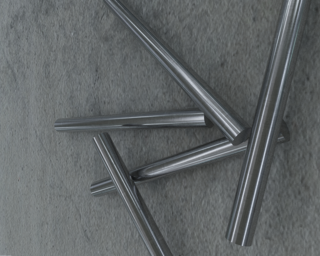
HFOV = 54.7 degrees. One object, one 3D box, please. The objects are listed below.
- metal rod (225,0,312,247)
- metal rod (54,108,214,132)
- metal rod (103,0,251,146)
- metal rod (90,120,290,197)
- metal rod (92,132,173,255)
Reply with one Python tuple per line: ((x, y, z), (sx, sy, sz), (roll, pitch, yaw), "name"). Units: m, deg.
((0.108, -0.040, 0.288), (0.025, 0.025, 0.298), (14, 91, 39), "metal rod")
((-0.059, -0.008, 0.450), (0.300, 0.025, 0.025), (-2, 89, 39), "metal rod")
((0.004, -0.092, 0.383), (0.025, 0.025, 0.300), (-55, 54, 25), "metal rod")
((0.012, 0.048, 0.393), (0.299, 0.025, 0.025), (-23, 76, 37), "metal rod")
((-0.010, 0.138, 0.389), (0.025, 0.025, 0.299), (-39, 73, 33), "metal rod")
